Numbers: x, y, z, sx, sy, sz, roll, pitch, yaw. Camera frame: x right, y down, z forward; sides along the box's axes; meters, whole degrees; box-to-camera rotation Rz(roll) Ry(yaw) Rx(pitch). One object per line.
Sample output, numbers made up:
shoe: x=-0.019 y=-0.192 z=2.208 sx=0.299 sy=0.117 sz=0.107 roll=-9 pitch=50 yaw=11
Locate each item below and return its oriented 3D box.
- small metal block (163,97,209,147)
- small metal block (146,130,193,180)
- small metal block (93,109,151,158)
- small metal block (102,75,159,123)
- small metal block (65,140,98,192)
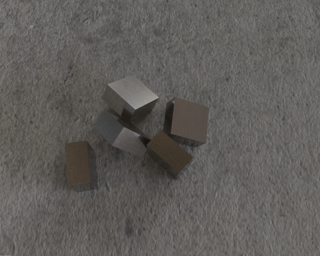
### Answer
small metal block: x=0.034 y=-0.007 z=0.401 sx=0.050 sy=0.025 sz=0.050 roll=15 pitch=68 yaw=-21
small metal block: x=0.011 y=0.035 z=0.382 sx=0.050 sy=0.050 sz=0.025 roll=40 pitch=76 yaw=13
small metal block: x=-0.045 y=0.007 z=0.379 sx=0.050 sy=0.050 sz=0.025 roll=38 pitch=96 yaw=45
small metal block: x=-0.039 y=-0.040 z=0.410 sx=0.050 sy=0.025 sz=0.050 roll=42 pitch=41 yaw=13
small metal block: x=-0.094 y=0.048 z=0.376 sx=0.025 sy=0.050 sz=0.050 roll=-9 pitch=70 yaw=-3
